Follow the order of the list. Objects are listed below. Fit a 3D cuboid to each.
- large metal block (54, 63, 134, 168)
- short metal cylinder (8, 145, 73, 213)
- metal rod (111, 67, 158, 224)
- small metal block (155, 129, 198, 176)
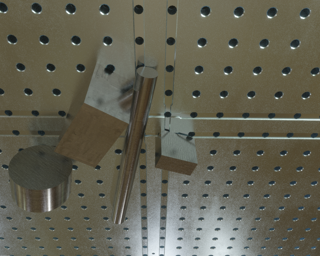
[{"bbox_3d":[-0.075,-0.015,0.362,0.050,0.080,0.080,27,125,-21],"label":"large metal block"},{"bbox_3d":[-0.165,0.070,0.432,0.081,0.080,0.050,10,129,-9],"label":"short metal cylinder"},{"bbox_3d":[-0.044,0.047,0.451,0.025,0.025,0.298,9,130,-8],"label":"metal rod"},{"bbox_3d":[0.021,0.033,0.424,0.050,0.050,0.025,15,128,-13],"label":"small metal block"}]
